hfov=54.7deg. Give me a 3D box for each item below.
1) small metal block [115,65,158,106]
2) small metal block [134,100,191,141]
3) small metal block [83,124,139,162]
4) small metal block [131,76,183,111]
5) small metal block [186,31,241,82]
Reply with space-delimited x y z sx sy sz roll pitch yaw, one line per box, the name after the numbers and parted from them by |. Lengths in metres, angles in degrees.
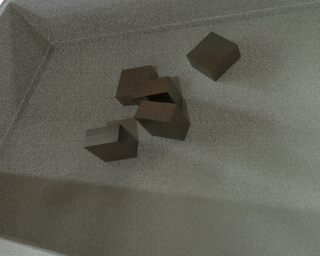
-0.034 -0.062 0.460 0.050 0.025 0.050 -5 59 25 | small metal block
0.004 -0.009 0.392 0.050 0.050 0.025 8 66 31 | small metal block
-0.063 0.021 0.408 0.050 0.050 0.025 -11 58 22 | small metal block
-0.002 -0.040 0.414 0.050 0.050 0.025 -8 58 23 | small metal block
0.074 -0.099 0.427 0.050 0.025 0.050 -44 51 -3 | small metal block
